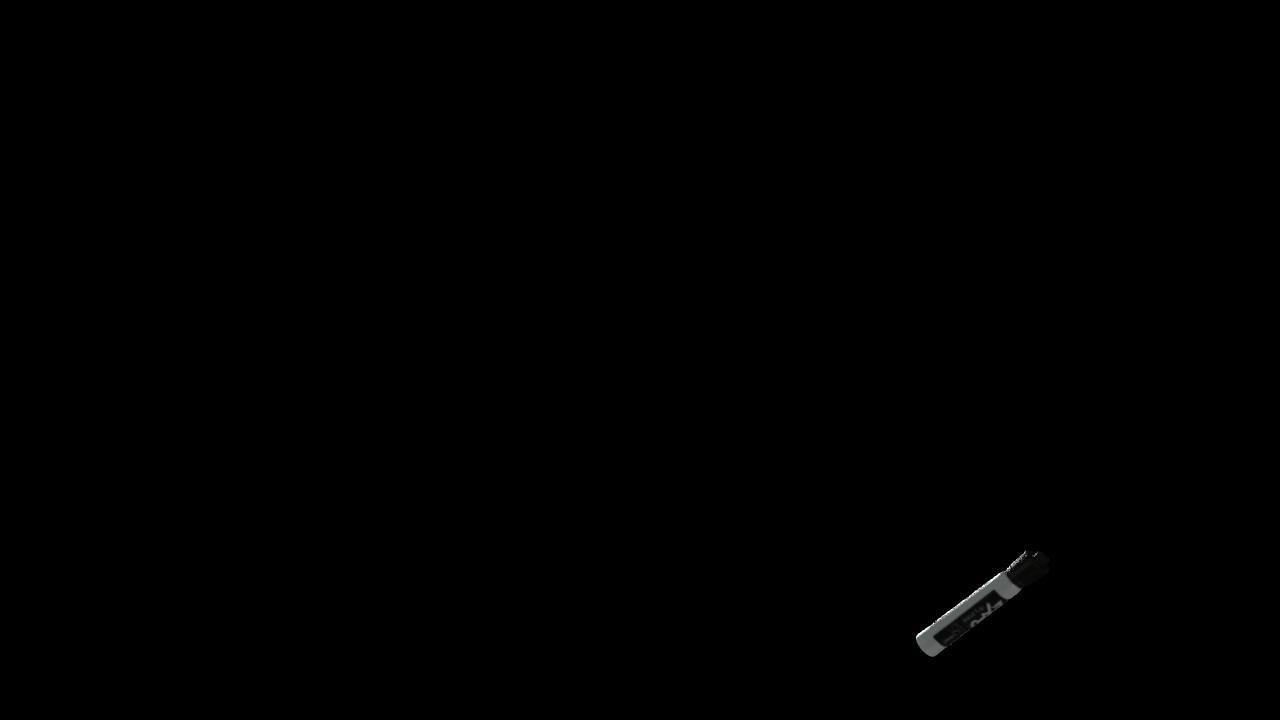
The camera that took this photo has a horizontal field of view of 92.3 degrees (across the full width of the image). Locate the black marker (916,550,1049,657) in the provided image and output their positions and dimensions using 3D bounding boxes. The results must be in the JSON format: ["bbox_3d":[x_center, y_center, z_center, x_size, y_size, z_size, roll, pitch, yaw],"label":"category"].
[{"bbox_3d":[0.259,0.185,0.467,0.020,0.121,0.020,26,28,-15],"label":"black marker"}]
